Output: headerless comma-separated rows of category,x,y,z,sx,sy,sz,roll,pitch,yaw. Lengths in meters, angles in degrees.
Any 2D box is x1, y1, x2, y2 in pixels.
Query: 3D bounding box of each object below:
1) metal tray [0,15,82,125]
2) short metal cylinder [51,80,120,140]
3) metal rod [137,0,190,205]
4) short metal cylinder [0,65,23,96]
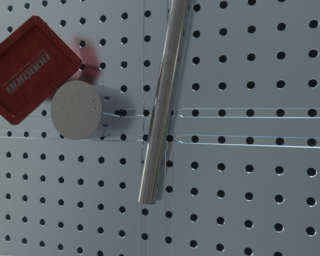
metal tray,-0.186,-0.079,0.432,0.130,0.030,0.090,-45,105,-7
short metal cylinder,-0.104,-0.024,0.436,0.080,0.050,0.080,0,90,20
metal rod,0.007,-0.047,0.410,0.025,0.025,0.298,11,94,19
short metal cylinder,-0.250,-0.076,0.472,0.080,0.080,0.050,11,94,19
